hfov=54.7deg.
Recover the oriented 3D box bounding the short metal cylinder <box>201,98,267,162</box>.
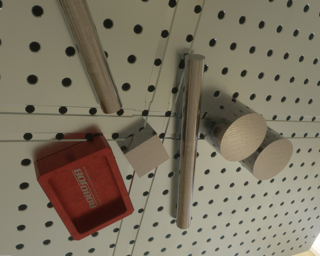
[{"bbox_3d":[0.109,0.003,0.459,0.081,0.050,0.079,-14,125,-21],"label":"short metal cylinder"}]

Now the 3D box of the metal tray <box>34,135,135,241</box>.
[{"bbox_3d":[-0.094,0.082,0.408,0.091,0.030,0.129,-24,128,-14],"label":"metal tray"}]

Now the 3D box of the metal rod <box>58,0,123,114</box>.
[{"bbox_3d":[-0.088,-0.139,0.277,0.025,0.025,0.298,-25,128,-13],"label":"metal rod"}]

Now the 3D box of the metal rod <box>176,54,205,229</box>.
[{"bbox_3d":[0.042,0.039,0.460,0.025,0.025,0.298,-13,124,-22],"label":"metal rod"}]

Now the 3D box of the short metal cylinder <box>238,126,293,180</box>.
[{"bbox_3d":[0.172,0.040,0.517,0.081,0.050,0.079,-14,125,-21],"label":"short metal cylinder"}]

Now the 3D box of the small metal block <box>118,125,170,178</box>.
[{"bbox_3d":[-0.021,0.032,0.421,0.050,0.025,0.050,-32,129,-8],"label":"small metal block"}]
